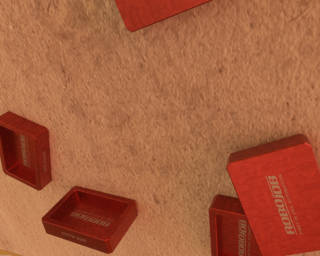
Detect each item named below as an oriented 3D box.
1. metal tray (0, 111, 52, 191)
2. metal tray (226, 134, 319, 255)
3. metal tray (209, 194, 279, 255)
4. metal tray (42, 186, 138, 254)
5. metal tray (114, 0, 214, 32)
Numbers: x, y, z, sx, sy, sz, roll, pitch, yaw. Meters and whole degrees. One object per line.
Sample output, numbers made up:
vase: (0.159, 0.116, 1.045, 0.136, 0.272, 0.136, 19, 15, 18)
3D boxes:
metal tray: (-0.243, 0.043, 0.555, 0.090, 0.030, 0.129, 21, 127, 15)
metal tray: (0.141, 0.081, 0.355, 0.090, 0.030, 0.129, -19, 102, 21)
metal tray: (0.119, 0.161, 0.439, 0.090, 0.030, 0.129, 6, 121, 24)
metal tray: (-0.115, 0.147, 0.513, 0.130, 0.090, 0.030, 8, 122, 24)
metal tray: (0.009, -0.158, 0.300, 0.130, 0.030, 0.090, -10, 113, 32)
